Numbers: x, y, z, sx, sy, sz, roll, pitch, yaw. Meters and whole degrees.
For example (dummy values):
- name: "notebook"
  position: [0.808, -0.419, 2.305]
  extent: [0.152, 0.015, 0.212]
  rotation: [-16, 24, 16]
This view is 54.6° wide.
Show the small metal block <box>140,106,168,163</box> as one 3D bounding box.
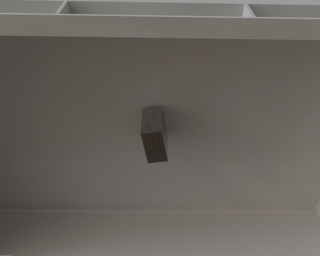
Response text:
- name: "small metal block"
  position: [-0.006, 0.009, 0.395]
  extent: [0.025, 0.050, 0.050]
  rotation: [-7, 129, 6]
